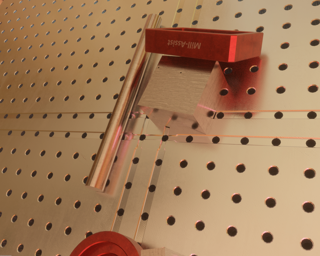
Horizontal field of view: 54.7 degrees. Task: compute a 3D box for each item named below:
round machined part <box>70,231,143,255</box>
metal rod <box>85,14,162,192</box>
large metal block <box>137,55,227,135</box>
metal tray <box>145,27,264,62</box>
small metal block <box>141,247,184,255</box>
[{"bbox_3d":[-0.052,0.162,0.324,0.098,0.042,0.098,-13,56,20],"label":"round machined part"},{"bbox_3d":[-0.047,-0.052,0.463,0.025,0.025,0.300,2,63,29],"label":"metal rod"},{"bbox_3d":[0.031,-0.045,0.403,0.080,0.050,0.080,12,68,33],"label":"large metal block"},{"bbox_3d":[0.056,-0.113,0.408,0.130,0.030,0.091,16,25,34],"label":"metal tray"},{"bbox_3d":[0.004,0.147,0.299,0.025,0.050,0.050,-15,56,20],"label":"small metal block"}]
